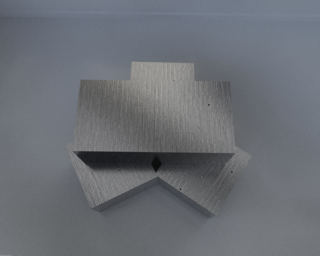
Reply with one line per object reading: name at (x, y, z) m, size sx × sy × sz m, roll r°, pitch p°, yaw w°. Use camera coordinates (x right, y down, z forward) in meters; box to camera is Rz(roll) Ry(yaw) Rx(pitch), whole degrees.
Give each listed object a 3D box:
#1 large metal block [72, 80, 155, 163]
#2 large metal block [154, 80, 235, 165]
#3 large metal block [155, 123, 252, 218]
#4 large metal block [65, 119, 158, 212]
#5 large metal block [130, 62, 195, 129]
large metal block at (-0.046, -0.006, 0.343) m, size 0.080 × 0.050 × 0.080 m, roll 1°, pitch 70°, yaw 0°
large metal block at (0.035, -0.005, 0.342) m, size 0.080 × 0.050 × 0.080 m, roll 1°, pitch 70°, yaw 0°
large metal block at (0.050, 0.051, 0.375) m, size 0.080 × 0.050 × 0.080 m, roll 32°, pitch 73°, yaw 11°
large metal block at (-0.057, 0.046, 0.377) m, size 0.080 × 0.050 × 0.080 m, roll -25°, pitch 72°, yaw -9°
large metal block at (0.003, -0.039, 0.409) m, size 0.080 × 0.050 × 0.080 m, roll 2°, pitch 70°, yaw 0°
